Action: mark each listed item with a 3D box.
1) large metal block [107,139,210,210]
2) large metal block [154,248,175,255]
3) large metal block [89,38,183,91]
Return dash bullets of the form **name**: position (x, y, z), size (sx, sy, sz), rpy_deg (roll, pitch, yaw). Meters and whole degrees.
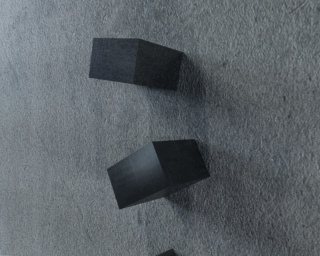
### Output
- **large metal block**: position (-0.002, 0.054, 0.371), size (0.080, 0.081, 0.050), rpy_deg (-33, 70, 35)
- **large metal block**: position (-0.011, 0.206, 0.378), size (0.050, 0.081, 0.080), rpy_deg (-37, 67, 34)
- **large metal block**: position (-0.031, -0.081, 0.394), size (0.080, 0.081, 0.050), rpy_deg (14, 99, 39)
